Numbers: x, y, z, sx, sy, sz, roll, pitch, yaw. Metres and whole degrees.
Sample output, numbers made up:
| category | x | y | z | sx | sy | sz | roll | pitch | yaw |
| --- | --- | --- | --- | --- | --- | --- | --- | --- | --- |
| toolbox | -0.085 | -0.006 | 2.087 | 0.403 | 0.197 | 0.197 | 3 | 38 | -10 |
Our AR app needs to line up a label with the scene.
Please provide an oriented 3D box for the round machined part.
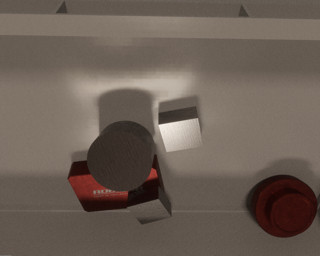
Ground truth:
| category | x | y | z | sx | sy | sz | roll | pitch | yaw |
| --- | --- | --- | --- | --- | --- | --- | --- | --- | --- |
| round machined part | 0.196 | 0.125 | 0.479 | 0.099 | 0.042 | 0.097 | 0 | 99 | -2 |

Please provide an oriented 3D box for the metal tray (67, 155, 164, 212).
| category | x | y | z | sx | sy | sz | roll | pitch | yaw |
| --- | --- | --- | --- | --- | --- | --- | --- | --- | --- |
| metal tray | -0.063 | 0.087 | 0.479 | 0.131 | 0.030 | 0.089 | -7 | 130 | 5 |

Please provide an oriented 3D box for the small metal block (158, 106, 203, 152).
| category | x | y | z | sx | sy | sz | roll | pitch | yaw |
| --- | --- | --- | --- | --- | --- | --- | --- | --- | --- |
| small metal block | 0.028 | 0.002 | 0.412 | 0.050 | 0.025 | 0.050 | -10 | 130 | 8 |

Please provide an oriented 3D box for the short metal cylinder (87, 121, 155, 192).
| category | x | y | z | sx | sy | sz | roll | pitch | yaw |
| --- | --- | --- | --- | --- | --- | --- | --- | --- | --- |
| short metal cylinder | -0.048 | 0.035 | 0.403 | 0.080 | 0.050 | 0.079 | 1 | 106 | 3 |

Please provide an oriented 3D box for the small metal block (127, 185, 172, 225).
| category | x | y | z | sx | sy | sz | roll | pitch | yaw |
| --- | --- | --- | --- | --- | --- | --- | --- | --- | --- |
| small metal block | -0.015 | 0.117 | 0.469 | 0.050 | 0.025 | 0.050 | -18 | 128 | 14 |
